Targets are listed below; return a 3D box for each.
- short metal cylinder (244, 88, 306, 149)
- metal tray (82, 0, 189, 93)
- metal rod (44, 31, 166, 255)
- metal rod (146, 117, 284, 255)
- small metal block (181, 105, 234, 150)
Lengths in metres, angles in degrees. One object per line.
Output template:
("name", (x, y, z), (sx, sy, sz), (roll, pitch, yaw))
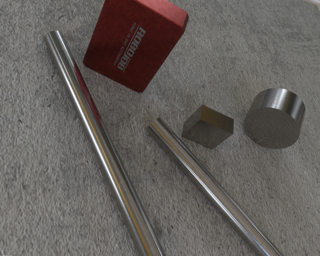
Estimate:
("short metal cylinder", (0.175, -0.014, 0.474), (0.080, 0.080, 0.050), (38, 51, -3))
("metal tray", (-0.035, -0.107, 0.384), (0.090, 0.129, 0.030), (26, 53, -13))
("metal rod", (-0.071, 0.010, 0.360), (0.025, 0.025, 0.299), (-16, 70, -35))
("metal rod", (0.090, 0.105, 0.389), (0.300, 0.025, 0.025), (48, 51, 5))
("small metal block", (0.065, 0.000, 0.425), (0.050, 0.050, 0.025), (23, 53, -15))
